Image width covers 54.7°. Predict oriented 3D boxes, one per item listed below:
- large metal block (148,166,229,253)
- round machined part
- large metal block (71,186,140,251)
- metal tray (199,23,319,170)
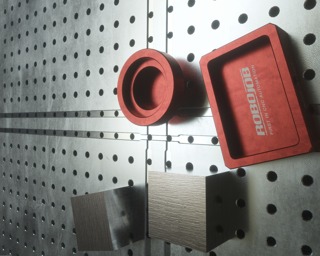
[{"bbox_3d":[0.033,0.090,0.366,0.080,0.050,0.080,-1,90,40],"label":"large metal block"},{"bbox_3d":[-0.007,-0.051,0.405,0.098,0.042,0.097,0,90,40],"label":"round machined part"},{"bbox_3d":[-0.083,0.135,0.462,0.080,0.050,0.080,-19,78,38],"label":"large metal block"},{"bbox_3d":[0.099,-0.029,0.323,0.090,0.030,0.129,-20,77,38],"label":"metal tray"}]
